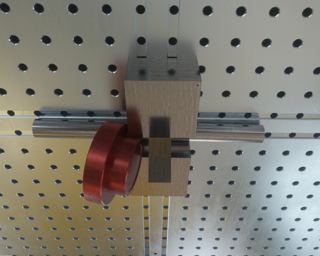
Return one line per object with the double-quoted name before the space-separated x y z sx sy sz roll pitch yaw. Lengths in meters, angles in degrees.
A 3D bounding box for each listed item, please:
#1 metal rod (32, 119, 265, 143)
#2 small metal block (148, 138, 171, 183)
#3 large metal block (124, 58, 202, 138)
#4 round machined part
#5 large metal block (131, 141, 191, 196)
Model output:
"metal rod" -0.013 0.004 0.415 0.302 0.025 0.025 1 130 -2
"small metal block" 0.000 0.037 0.369 0.025 0.050 0.050 1 86 -1
"large metal block" 0.003 -0.035 0.366 0.081 0.050 0.079 0 130 -1
"round machined part" -0.049 0.042 0.361 0.042 0.098 0.097 13 131 8
"large metal block" -0.001 0.052 0.440 0.081 0.050 0.079 1 130 -1
